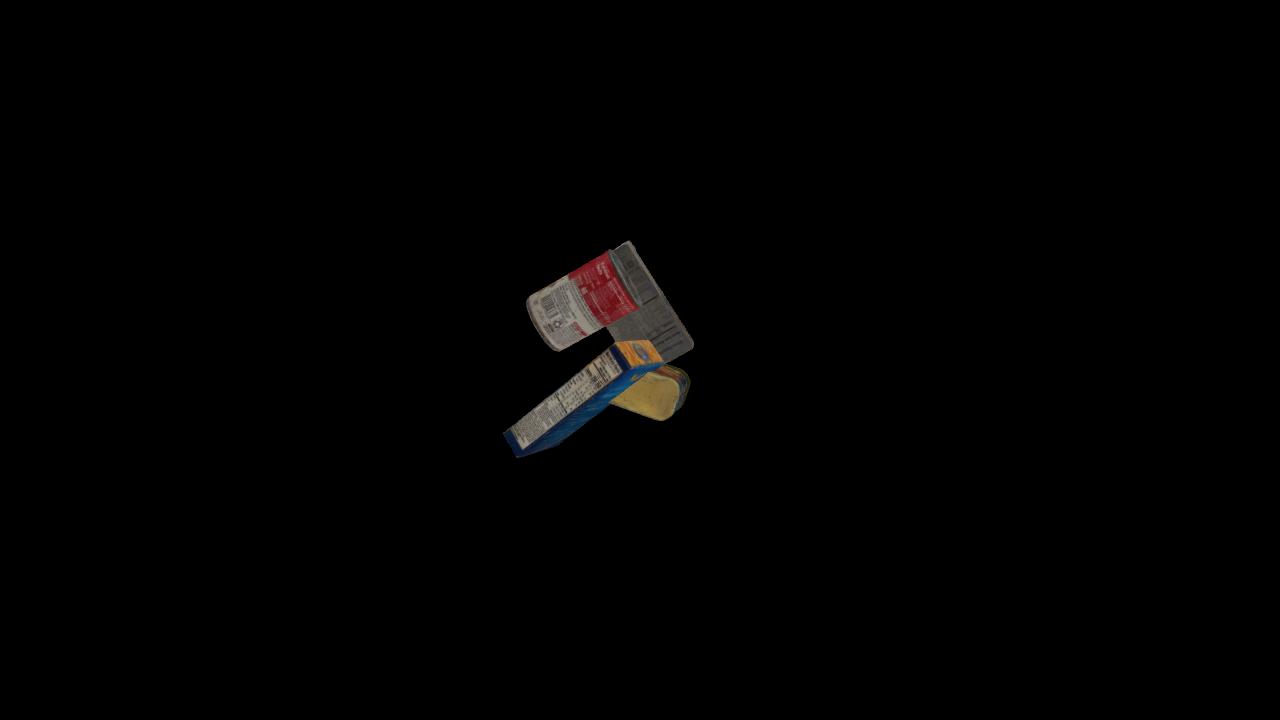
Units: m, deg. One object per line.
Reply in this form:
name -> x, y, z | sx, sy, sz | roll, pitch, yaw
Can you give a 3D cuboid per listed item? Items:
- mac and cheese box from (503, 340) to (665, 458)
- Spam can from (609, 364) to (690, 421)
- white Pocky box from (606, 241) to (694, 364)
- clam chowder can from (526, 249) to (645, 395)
mac and cheese box -> -0.065, 0.045, 0.713 | 0.184, 0.041, 0.093 | -38, -14, 21
Spam can -> 0.004, 0.031, 0.740 | 0.101, 0.058, 0.085 | 19, 9, 9
white Pocky box -> -0.007, -0.062, 0.766 | 0.084, 0.154, 0.028 | -30, 12, 17
clam chowder can -> -0.057, -0.060, 0.636 | 0.102, 0.068, 0.068 | -29, -4, 8
